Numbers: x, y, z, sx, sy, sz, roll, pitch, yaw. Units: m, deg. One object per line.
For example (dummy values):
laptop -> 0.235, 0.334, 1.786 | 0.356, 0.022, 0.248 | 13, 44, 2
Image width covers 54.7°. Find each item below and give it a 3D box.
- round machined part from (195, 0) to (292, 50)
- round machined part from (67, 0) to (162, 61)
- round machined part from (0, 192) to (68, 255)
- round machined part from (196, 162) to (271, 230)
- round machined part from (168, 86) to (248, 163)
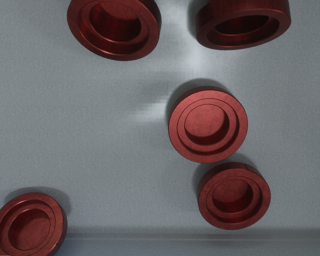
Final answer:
round machined part -> 0.087, -0.123, 0.335 | 0.099, 0.098, 0.042 | -4, 82, 1
round machined part -> -0.047, -0.122, 0.339 | 0.099, 0.042, 0.098 | 6, 151, 4
round machined part -> -0.179, 0.144, 0.434 | 0.099, 0.098, 0.042 | -2, 148, 0
round machined part -> 0.101, 0.091, 0.437 | 0.099, 0.042, 0.097 | 0, 110, -1
round machined part -> 0.059, -0.007, 0.401 | 0.099, 0.042, 0.097 | 0, 110, -1
